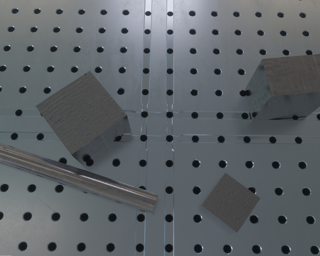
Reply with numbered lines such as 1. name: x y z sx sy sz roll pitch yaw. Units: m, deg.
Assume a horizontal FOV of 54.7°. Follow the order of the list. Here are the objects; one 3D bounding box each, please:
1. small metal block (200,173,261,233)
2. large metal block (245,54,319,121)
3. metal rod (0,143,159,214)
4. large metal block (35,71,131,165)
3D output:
1. small metal block: 0.085 0.092 0.379 0.050 0.025 0.050 36 74 12
2. large metal block: 0.165 -0.050 0.402 0.081 0.080 0.050 -5 70 -2
3. metal rod: -0.149 0.049 0.392 0.301 0.025 0.025 17 71 6
4. large metal block: -0.097 -0.013 0.402 0.080 0.050 0.080 -37 74 -13
